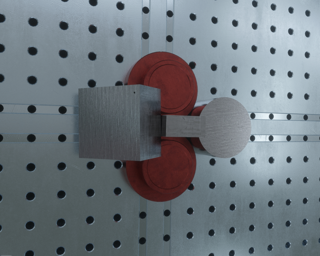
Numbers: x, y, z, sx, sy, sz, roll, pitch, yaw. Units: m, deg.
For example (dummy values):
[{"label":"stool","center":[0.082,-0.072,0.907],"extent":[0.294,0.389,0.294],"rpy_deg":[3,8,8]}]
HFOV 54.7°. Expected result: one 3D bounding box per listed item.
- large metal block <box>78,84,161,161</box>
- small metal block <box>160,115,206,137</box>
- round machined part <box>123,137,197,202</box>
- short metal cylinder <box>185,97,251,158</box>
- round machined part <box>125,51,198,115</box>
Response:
[{"label":"large metal block","center":[-0.046,-0.006,0.360],"extent":[0.050,0.080,0.080],"rpy_deg":[-1,91,-65]},{"label":"small metal block","center":[0.022,-0.002,0.384],"extent":[0.050,0.050,0.025],"rpy_deg":[1,90,-20]},{"label":"round machined part","center":[0.004,0.048,0.405],"extent":[0.099,0.042,0.097],"rpy_deg":[0,90,-20]},{"label":"short metal cylinder","center":[0.077,-0.001,0.426],"extent":[0.081,0.050,0.080],"rpy_deg":[0,90,-20]},{"label":"round machined part","center":[0.006,-0.052,0.406],"extent":[0.099,0.042,0.097],"rpy_deg":[0,90,-20]}]
